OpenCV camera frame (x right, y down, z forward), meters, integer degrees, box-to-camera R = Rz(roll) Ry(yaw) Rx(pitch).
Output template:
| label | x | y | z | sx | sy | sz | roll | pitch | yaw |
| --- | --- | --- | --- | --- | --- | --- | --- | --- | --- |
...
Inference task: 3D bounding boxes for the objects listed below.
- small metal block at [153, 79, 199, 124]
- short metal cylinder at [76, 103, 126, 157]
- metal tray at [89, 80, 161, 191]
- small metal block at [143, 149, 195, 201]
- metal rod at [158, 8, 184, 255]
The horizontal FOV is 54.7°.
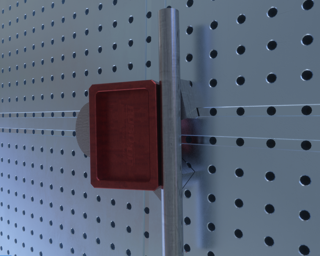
| label | x | y | z | sx | sy | sz | roll | pitch | yaw |
| --- | --- | --- | --- | --- | --- | --- | --- | --- | --- |
| small metal block | 0.016 | -0.029 | 0.394 | 0.050 | 0.025 | 0.050 | -19 | 78 | 38 |
| short metal cylinder | -0.079 | 0.002 | 0.454 | 0.080 | 0.050 | 0.079 | 0 | 90 | 39 |
| metal tray | -0.041 | 0.009 | 0.386 | 0.090 | 0.030 | 0.129 | -1 | 89 | 20 |
| small metal block | 0.008 | 0.059 | 0.400 | 0.050 | 0.025 | 0.050 | 46 | 117 | 29 |
| metal rod | 0.013 | 0.012 | 0.364 | 0.025 | 0.025 | 0.298 | -2 | 89 | 39 |
